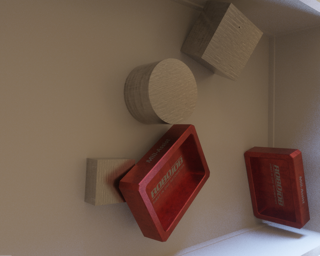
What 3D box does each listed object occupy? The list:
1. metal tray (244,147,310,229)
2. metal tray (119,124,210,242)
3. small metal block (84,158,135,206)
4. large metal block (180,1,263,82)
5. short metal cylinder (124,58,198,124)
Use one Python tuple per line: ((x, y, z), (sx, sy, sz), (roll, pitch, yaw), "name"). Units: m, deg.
((0.201, 0.100, 0.536), (0.030, 0.090, 0.129), (-20, 103, -39), "metal tray")
((0.013, 0.065, 0.396), (0.131, 0.030, 0.090), (-45, 124, -41), "metal tray")
((-0.058, 0.060, 0.360), (0.050, 0.025, 0.050), (4, 88, -40), "small metal block")
((0.090, -0.125, 0.450), (0.080, 0.050, 0.080), (23, 98, -38), "large metal block")
((0.002, -0.044, 0.393), (0.081, 0.050, 0.079), (0, 90, -40), "short metal cylinder")
